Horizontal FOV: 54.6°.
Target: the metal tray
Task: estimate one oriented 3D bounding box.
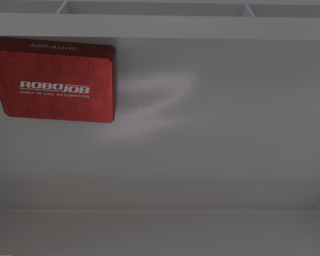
[{"bbox_3d":[-0.118,-0.053,0.360,0.131,0.030,0.089,4,130,-3],"label":"metal tray"}]
